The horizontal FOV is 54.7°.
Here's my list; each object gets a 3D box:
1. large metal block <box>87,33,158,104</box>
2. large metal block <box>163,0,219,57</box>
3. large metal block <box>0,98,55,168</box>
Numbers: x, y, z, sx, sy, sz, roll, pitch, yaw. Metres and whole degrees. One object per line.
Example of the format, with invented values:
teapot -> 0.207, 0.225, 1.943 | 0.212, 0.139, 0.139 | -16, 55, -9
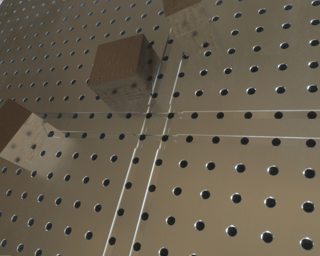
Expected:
large metal block -> -0.055, -0.089, 0.474 | 0.080, 0.050, 0.080 | -7, 59, 24
large metal block -> 0.043, -0.167, 0.452 | 0.050, 0.080, 0.080 | -19, 55, 17
large metal block -> -0.236, 0.007, 0.509 | 0.080, 0.050, 0.080 | 24, 75, 36
